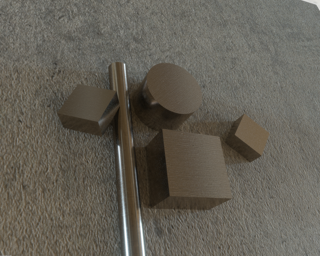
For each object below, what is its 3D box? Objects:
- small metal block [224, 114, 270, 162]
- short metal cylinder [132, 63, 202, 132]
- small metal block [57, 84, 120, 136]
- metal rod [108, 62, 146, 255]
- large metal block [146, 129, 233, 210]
[{"bbox_3d":[0.132,0.015,0.469,0.050,0.025,0.050,38,51,-3],"label":"small metal block"},{"bbox_3d":[0.009,-0.041,0.419,0.081,0.050,0.080,14,56,-21],"label":"short metal cylinder"},{"bbox_3d":[-0.081,-0.022,0.360,0.050,0.025,0.050,12,51,14],"label":"small metal block"},{"bbox_3d":[-0.038,0.049,0.354,0.025,0.025,0.299,6,59,-26],"label":"metal rod"},{"bbox_3d":[0.032,0.052,0.375,0.081,0.050,0.080,8,58,-24],"label":"large metal block"}]
